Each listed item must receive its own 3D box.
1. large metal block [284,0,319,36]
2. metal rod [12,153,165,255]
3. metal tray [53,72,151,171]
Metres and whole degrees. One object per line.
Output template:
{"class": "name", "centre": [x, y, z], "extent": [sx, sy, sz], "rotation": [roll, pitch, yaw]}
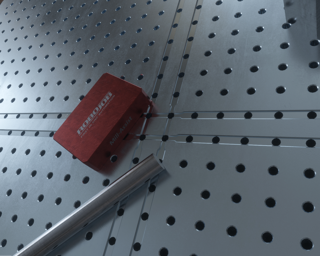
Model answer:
{"class": "large metal block", "centre": [0.199, -0.176, 0.376], "extent": [0.080, 0.080, 0.050], "rotation": [-42, 51, 0]}
{"class": "metal rod", "centre": [-0.122, 0.130, 0.390], "extent": [0.300, 0.025, 0.025], "rotation": [-36, 51, 3]}
{"class": "metal tray", "centre": [-0.086, -0.013, 0.457], "extent": [0.090, 0.030, 0.130], "rotation": [28, 77, 37]}
